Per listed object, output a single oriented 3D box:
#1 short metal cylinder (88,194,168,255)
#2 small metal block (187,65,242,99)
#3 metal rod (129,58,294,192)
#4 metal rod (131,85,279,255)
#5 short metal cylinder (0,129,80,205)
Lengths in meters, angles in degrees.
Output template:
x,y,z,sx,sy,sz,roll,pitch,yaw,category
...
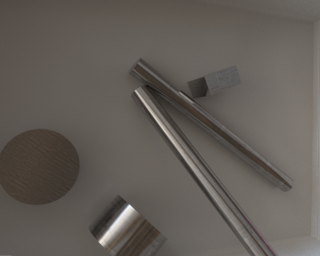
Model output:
x,y,z,sx,sy,sz,roll,pitch,yaw,category
-0.038,0.125,0.369,0.080,0.080,0.050,46,76,-15,short metal cylinder
0.074,-0.063,0.426,0.050,0.050,0.025,-23,98,-19,small metal block
0.084,0.004,0.442,0.301,0.025,0.025,36,78,-17,metal rod
0.061,0.069,0.370,0.025,0.025,0.299,-33,77,-17,metal rod
-0.134,0.041,0.348,0.081,0.050,0.079,0,90,-21,short metal cylinder
